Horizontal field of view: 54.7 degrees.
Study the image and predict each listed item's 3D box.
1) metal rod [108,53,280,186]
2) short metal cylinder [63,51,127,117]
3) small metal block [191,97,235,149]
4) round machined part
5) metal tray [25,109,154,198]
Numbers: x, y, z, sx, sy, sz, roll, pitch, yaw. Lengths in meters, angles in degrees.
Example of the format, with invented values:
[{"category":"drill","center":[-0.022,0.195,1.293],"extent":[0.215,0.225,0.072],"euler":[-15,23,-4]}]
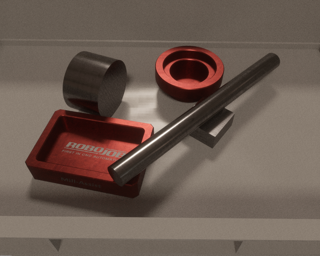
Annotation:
[{"category":"metal rod","center":[0.062,-0.026,0.393],"extent":[0.302,0.025,0.025],"euler":[-35,59,-29]},{"category":"short metal cylinder","center":[-0.085,-0.058,0.417],"extent":[0.050,0.080,0.080],"euler":[17,52,14]},{"category":"small metal block","center":[0.063,-0.008,0.413],"extent":[0.050,0.025,0.050],"euler":[31,56,23]},{"category":"round machined part","center":[0.042,-0.076,0.458],"extent":[0.099,0.042,0.098],"euler":[0,50,0]},{"category":"metal tray","center":[-0.080,0.028,0.377],"extent":[0.131,0.030,0.090],"euler":[9,51,7]}]
